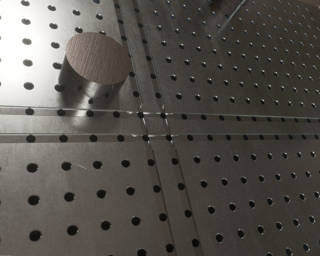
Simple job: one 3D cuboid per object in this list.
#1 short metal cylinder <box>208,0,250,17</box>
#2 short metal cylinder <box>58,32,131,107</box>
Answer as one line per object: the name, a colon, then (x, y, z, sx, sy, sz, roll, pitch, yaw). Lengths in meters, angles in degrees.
short metal cylinder: (0.146, -0.279, 0.644, 0.081, 0.050, 0.080, 14, 56, -21)
short metal cylinder: (-0.083, -0.074, 0.393, 0.081, 0.050, 0.080, 14, 56, -21)
